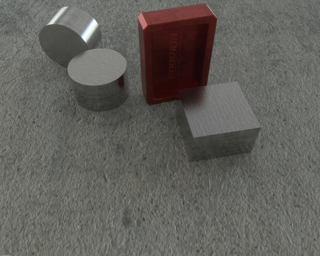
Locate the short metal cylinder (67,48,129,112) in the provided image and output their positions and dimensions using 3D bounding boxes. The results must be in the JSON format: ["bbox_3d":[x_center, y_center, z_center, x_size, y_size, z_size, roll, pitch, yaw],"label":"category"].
[{"bbox_3d":[-0.086,-0.070,0.445,0.081,0.050,0.080,0,50,0],"label":"short metal cylinder"}]

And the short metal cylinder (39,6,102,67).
[{"bbox_3d":[-0.139,-0.140,0.484,0.080,0.080,0.050,10,51,8],"label":"short metal cylinder"}]

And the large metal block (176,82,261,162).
[{"bbox_3d":[0.069,-0.009,0.395,0.081,0.050,0.080,-8,51,-7],"label":"large metal block"}]

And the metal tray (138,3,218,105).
[{"bbox_3d":[0.021,-0.093,0.414,0.091,0.129,0.030,-13,51,-10],"label":"metal tray"}]
